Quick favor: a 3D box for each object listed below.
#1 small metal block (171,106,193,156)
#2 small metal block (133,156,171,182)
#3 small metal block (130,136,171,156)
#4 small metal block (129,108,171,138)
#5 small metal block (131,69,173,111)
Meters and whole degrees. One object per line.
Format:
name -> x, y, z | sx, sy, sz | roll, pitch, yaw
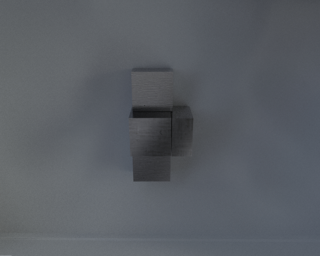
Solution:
small metal block -> 0.027, 0.003, 0.397 | 0.025, 0.050, 0.050 | 0, 110, 0
small metal block -> -0.011, 0.045, 0.426 | 0.050, 0.025, 0.050 | 0, 110, 0
small metal block -> -0.011, 0.014, 0.401 | 0.050, 0.050, 0.025 | 0, 110, 0
small metal block -> -0.012, -0.009, 0.393 | 0.050, 0.050, 0.025 | 0, 110, 0
small metal block -> -0.009, -0.048, 0.391 | 0.050, 0.025, 0.050 | 0, 110, 0
